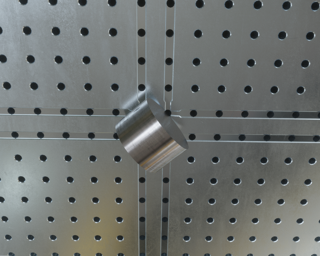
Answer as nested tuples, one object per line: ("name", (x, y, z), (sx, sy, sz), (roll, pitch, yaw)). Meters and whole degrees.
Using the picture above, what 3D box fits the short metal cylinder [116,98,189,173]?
("short metal cylinder", (-0.009, 0.009, 0.387), (0.050, 0.080, 0.080), (-38, 106, 13))
